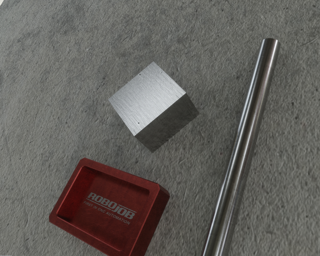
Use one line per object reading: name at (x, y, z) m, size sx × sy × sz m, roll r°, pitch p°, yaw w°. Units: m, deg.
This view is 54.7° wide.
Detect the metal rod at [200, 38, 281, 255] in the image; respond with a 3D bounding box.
metal rod at (0.091, 0.025, 0.341) m, size 0.025 × 0.025 × 0.300 m, roll 8°, pitch 65°, yaw 31°

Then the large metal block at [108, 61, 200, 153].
large metal block at (-0.009, -0.028, 0.410) m, size 0.080 × 0.050 × 0.080 m, roll -40°, pitch 51°, yaw 1°

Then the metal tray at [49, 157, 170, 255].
metal tray at (-0.064, 0.095, 0.375) m, size 0.130 × 0.030 × 0.090 m, roll 13°, pitch 68°, yaw 33°
